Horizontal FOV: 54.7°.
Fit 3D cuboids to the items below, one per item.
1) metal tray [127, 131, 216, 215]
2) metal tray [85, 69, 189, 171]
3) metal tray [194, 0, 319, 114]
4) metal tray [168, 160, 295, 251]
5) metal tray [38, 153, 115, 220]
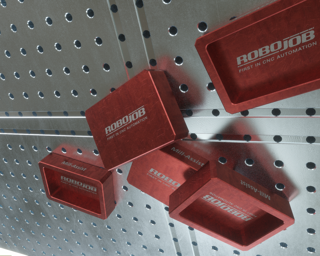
[{"bbox_3d":[0.024,0.071,0.438,0.130,0.030,0.089,28,128,10],"label":"metal tray"},{"bbox_3d":[-0.035,-0.007,0.400,0.130,0.030,0.090,-27,81,37],"label":"metal tray"},{"bbox_3d":[0.111,-0.074,0.303,0.130,0.030,0.090,-17,110,34],"label":"metal tray"},{"bbox_3d":[0.088,0.102,0.389,0.131,0.030,0.090,30,124,-18],"label":"metal tray"},{"bbox_3d":[-0.145,0.102,0.544,0.130,0.030,0.089,14,124,20],"label":"metal tray"}]
